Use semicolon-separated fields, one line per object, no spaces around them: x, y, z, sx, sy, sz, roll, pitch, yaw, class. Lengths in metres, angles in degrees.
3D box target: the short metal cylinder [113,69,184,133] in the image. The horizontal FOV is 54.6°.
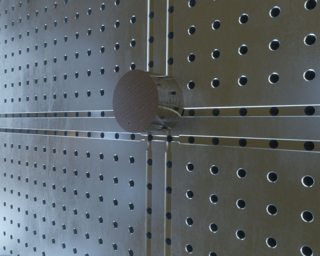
-0.016;-0.033;0.408;0.080;0.050;0.080;0;90;40;short metal cylinder
